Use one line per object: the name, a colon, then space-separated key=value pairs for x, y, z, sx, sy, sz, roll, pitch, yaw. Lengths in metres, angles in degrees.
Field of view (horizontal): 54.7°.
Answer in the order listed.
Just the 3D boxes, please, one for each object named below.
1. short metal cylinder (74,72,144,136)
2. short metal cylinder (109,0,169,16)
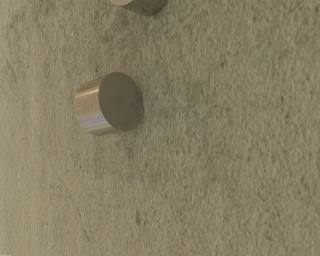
short metal cylinder: x=-0.068 y=-0.031 z=0.423 sx=0.050 sy=0.081 sz=0.080 roll=-11 pitch=83 yaw=39
short metal cylinder: x=-0.028 y=-0.195 z=0.409 sx=0.080 sy=0.050 sz=0.079 roll=0 pitch=90 yaw=39
